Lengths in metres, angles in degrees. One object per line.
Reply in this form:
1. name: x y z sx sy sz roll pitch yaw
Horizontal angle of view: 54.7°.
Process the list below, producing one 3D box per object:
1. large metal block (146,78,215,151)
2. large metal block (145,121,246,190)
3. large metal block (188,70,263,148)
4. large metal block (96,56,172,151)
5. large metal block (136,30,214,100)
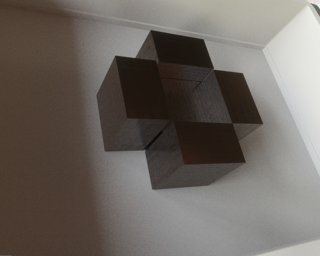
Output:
1. large metal block: 0.020 -0.017 0.407 0.081 0.050 0.080 1 62 -28
2. large metal block: 0.038 0.034 0.368 0.081 0.080 0.050 2 61 -27
3. large metal block: 0.083 -0.022 0.427 0.050 0.080 0.080 1 62 -28
4. large metal block: -0.035 -0.026 0.366 0.050 0.080 0.080 1 62 -28
5. large metal block: 0.013 -0.081 0.424 0.081 0.080 0.050 1 62 -28
